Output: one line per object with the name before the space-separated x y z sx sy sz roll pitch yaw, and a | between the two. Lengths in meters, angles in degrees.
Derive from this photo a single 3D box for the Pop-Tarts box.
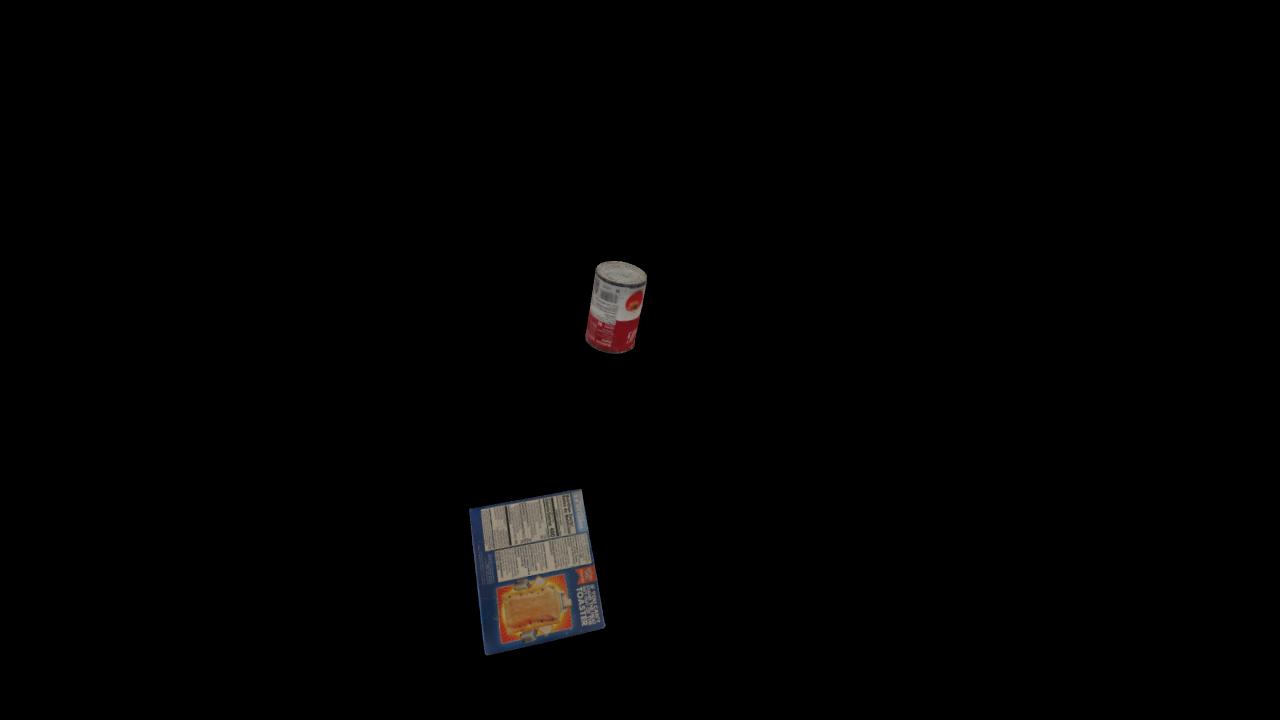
Pop-Tarts box | -0.130 0.261 0.764 0.141 0.167 0.083 -8 -19 -13

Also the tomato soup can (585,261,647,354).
tomato soup can | -0.031 -0.068 0.789 0.068 0.101 0.068 8 32 -5
